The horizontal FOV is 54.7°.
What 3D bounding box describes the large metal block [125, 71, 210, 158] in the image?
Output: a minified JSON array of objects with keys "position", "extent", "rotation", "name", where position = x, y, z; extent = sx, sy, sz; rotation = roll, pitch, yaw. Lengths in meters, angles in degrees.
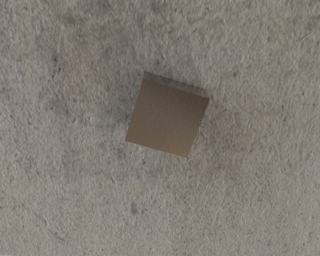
[{"position":[0.007,-0.018,0.390],"extent":[0.080,0.050,0.079],"rotation":[16,109,-6],"name":"large metal block"}]
